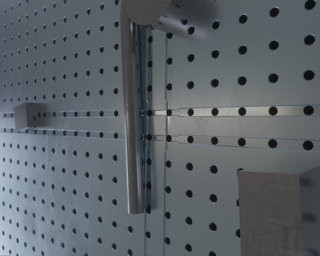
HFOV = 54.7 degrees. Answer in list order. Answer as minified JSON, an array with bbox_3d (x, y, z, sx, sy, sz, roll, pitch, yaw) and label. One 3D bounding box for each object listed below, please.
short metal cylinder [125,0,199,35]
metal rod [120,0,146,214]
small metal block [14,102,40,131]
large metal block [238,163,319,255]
[{"bbox_3d":[0.002,-0.164,0.391,0.080,0.050,0.079,0,90,40],"label":"short metal cylinder"},{"bbox_3d":[-0.039,-0.031,0.441,0.025,0.025,0.298,-4,87,40],"label":"metal rod"},{"bbox_3d":[-0.274,-0.022,0.636,0.050,0.025,0.050,-13,82,39],"label":"small metal block"},{"bbox_3d":[0.113,0.076,0.280,0.050,0.081,0.080,-3,88,40],"label":"large metal block"}]
